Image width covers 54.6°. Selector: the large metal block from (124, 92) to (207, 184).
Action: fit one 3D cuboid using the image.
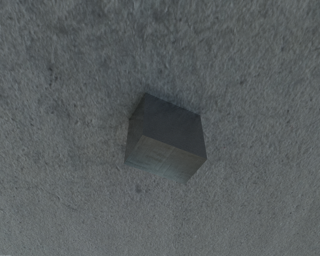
[{"bbox_3d":[0.006,0.012,0.381,0.080,0.080,0.050,22,127,-17],"label":"large metal block"}]
